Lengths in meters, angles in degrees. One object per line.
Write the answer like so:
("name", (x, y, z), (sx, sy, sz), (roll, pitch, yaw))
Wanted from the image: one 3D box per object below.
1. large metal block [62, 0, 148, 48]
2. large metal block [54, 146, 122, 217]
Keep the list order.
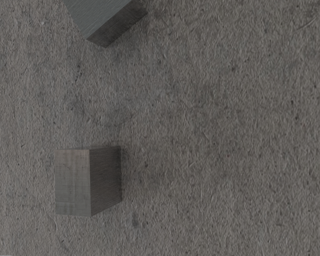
("large metal block", (-0.077, -0.171, 0.423), (0.080, 0.050, 0.080), (-35, 79, 16))
("large metal block", (-0.092, 0.066, 0.412), (0.050, 0.080, 0.080), (-2, 90, 20))
